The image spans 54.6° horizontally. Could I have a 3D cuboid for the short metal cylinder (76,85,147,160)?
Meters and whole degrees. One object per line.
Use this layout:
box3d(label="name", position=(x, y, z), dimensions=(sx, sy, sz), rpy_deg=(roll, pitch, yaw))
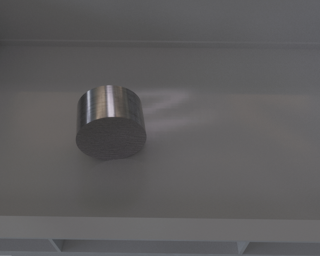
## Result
box3d(label="short metal cylinder", position=(-0.059, -0.005, 0.373), dimensions=(0.080, 0.080, 0.050), rpy_deg=(-6, 50, -5))
